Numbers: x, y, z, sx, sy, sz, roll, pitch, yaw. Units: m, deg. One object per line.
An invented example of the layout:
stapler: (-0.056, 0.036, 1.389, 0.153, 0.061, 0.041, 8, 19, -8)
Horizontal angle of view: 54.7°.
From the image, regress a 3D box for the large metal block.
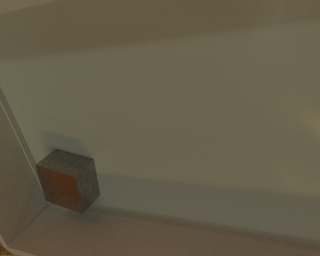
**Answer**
large metal block: (-0.155, 0.090, 0.530, 0.080, 0.050, 0.079, 12, 124, 21)
